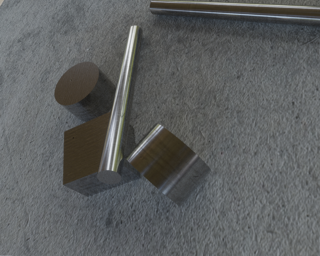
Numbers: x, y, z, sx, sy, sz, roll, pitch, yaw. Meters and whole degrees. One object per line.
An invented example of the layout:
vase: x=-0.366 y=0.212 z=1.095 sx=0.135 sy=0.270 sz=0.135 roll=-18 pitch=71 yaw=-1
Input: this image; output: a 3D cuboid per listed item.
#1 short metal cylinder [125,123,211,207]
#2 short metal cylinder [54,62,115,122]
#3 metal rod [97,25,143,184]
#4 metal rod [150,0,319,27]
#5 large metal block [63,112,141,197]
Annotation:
short metal cylinder: x=0.009 y=0.040 z=0.340 sx=0.050 sy=0.080 sz=0.080 roll=-48 pitch=51 yaw=-6
short metal cylinder: x=-0.115 y=-0.056 z=0.483 sx=0.080 sy=0.050 sz=0.080 roll=-13 pitch=56 yaw=21
metal rod: x=-0.047 y=-0.056 z=0.421 sx=0.025 sy=0.025 sz=0.300 roll=-17 pitch=42 yaw=19
metal rod: x=0.107 y=-0.170 z=0.451 sx=0.300 sy=0.025 sz=0.025 roll=19 pitch=72 yaw=35
large metal block: x=-0.078 y=0.034 z=0.408 sx=0.080 sy=0.050 sz=0.080 roll=-22 pitch=54 yaw=15
